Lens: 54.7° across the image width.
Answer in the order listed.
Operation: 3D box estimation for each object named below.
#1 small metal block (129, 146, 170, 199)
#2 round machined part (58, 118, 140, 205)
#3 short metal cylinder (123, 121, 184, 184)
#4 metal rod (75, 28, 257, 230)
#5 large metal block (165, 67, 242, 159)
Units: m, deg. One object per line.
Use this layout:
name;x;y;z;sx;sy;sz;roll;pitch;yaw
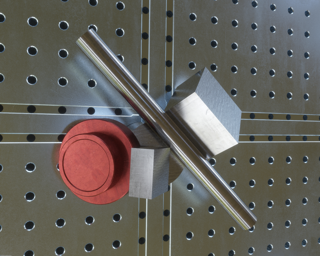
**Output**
small metal block;-0.010;0.046;0.336;0.025;0.050;0.050;3;89;20
round machined part;-0.072;0.038;0.346;0.098;0.042;0.097;1;94;18
short metal cylinder;-0.013;0.031;0.390;0.081;0.050;0.079;0;90;-20
metal rod;0.017;0.012;0.362;0.025;0.025;0.300;-45;104;-14
large metal block;0.057;-0.020;0.394;0.080;0.050;0.080;48;32;-14
